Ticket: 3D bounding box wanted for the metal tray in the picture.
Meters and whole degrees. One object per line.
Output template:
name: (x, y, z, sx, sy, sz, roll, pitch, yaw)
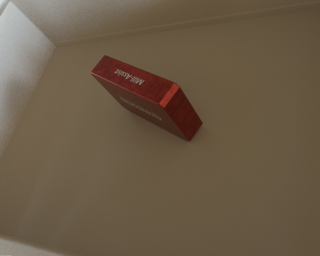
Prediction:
metal tray: (-0.017, -0.038, 0.391, 0.130, 0.090, 0.030, 28, 77, 36)
